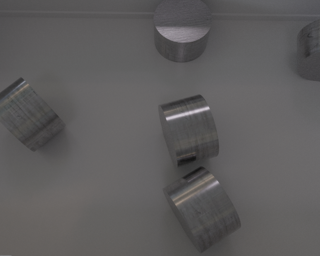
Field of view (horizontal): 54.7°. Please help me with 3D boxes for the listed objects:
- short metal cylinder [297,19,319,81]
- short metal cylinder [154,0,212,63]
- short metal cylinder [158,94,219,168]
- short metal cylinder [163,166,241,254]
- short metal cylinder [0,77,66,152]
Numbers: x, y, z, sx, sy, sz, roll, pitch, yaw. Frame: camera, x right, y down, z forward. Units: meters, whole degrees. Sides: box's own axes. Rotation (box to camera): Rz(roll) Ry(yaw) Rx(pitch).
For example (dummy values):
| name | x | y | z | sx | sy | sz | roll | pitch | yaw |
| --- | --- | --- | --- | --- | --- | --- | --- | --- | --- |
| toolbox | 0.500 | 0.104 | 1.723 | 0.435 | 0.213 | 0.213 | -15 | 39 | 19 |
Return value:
| name | x | y | z | sx | sy | sz | roll | pitch | yaw |
| --- | --- | --- | --- | --- | --- | --- | --- | --- | --- |
| short metal cylinder | 0.230 | -0.105 | 0.420 | 0.080 | 0.080 | 0.050 | 7 | 70 | 3 |
| short metal cylinder | 0.032 | -0.143 | 0.448 | 0.081 | 0.050 | 0.080 | 0 | 70 | 0 |
| short metal cylinder | 0.033 | 0.004 | 0.379 | 0.050 | 0.080 | 0.080 | -16 | 71 | -6 |
| short metal cylinder | 0.045 | 0.090 | 0.348 | 0.050 | 0.080 | 0.080 | -29 | 73 | -10 |
| short metal cylinder | -0.164 | -0.016 | 0.385 | 0.080 | 0.080 | 0.050 | 43 | 76 | 14 |
